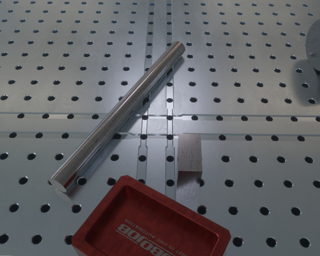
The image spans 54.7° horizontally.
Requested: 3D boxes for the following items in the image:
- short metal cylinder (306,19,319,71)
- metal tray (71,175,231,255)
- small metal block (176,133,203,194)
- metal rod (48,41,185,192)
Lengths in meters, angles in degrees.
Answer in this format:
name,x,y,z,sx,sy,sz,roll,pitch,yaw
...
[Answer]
name,x,y,z,sx,sy,sz,roll,pitch,yaw
short metal cylinder,0.276,-0.132,0.485,0.050,0.080,0.080,-9,51,-8
metal tray,-0.008,0.114,0.308,0.130,0.030,0.090,25,54,19
small metal block,0.033,0.042,0.357,0.025,0.050,0.050,2,50,2
metal rod,-0.043,-0.035,0.436,0.025,0.025,0.301,23,54,18
